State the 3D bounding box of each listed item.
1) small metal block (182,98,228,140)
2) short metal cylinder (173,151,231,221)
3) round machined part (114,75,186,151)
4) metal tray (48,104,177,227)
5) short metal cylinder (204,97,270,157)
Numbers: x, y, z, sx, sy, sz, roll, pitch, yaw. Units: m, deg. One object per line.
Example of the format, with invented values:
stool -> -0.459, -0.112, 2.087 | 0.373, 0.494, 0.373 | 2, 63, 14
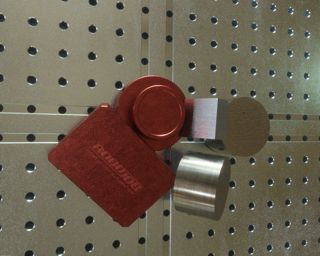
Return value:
small metal block -> 0.057, -0.011, 0.397 | 0.025, 0.050, 0.050 | 8, 86, -48
short metal cylinder -> 0.056, 0.072, 0.394 | 0.050, 0.080, 0.080 | 8, 87, 23
round machined part -> -0.007, -0.019, 0.397 | 0.099, 0.042, 0.097 | 0, 90, -20
metal tray -> -0.054, 0.045, 0.374 | 0.090, 0.030, 0.130 | -43, 105, 1
short metal cylinder -> 0.105, -0.002, 0.434 | 0.081, 0.050, 0.079 | 0, 90, -20
